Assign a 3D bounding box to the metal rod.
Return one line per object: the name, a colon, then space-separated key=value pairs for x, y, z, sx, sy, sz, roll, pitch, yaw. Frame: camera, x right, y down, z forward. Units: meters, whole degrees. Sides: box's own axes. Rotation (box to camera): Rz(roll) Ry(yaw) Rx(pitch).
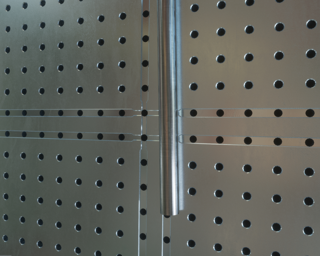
metal rod: x=0.011 y=-0.037 z=0.408 sx=0.025 sy=0.025 sz=0.298 roll=-1 pitch=90 yaw=19
